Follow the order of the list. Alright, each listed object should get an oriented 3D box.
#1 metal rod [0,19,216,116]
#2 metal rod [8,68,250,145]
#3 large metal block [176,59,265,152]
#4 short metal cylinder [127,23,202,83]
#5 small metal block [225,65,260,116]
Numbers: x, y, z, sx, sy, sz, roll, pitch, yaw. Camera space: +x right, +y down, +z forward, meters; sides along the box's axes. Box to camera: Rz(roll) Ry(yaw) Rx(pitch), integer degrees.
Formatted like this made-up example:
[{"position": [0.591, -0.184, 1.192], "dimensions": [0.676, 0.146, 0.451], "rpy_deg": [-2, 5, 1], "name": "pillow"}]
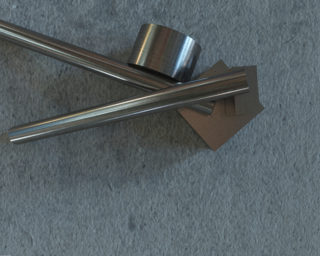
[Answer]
[{"position": [-0.076, -0.079, 0.381], "dimensions": [0.301, 0.025, 0.025], "rpy_deg": [21, 90, 11], "name": "metal rod"}, {"position": [-0.052, -0.019, 0.357], "dimensions": [0.301, 0.025, 0.025], "rpy_deg": [-12, 90, 20], "name": "metal rod"}, {"position": [0.070, -0.028, 0.398], "dimensions": [0.080, 0.050, 0.080], "rpy_deg": [-41, 90, 1], "name": "large metal block"}, {"position": [0.005, -0.087, 0.385], "dimensions": [0.080, 0.080, 0.050], "rpy_deg": [21, 90, -1], "name": "short metal cylinder"}, {"position": [0.090, -0.040, 0.347], "dimensions": [0.025, 0.050, 0.050], "rpy_deg": [-4, 90, 0], "name": "small metal block"}]
